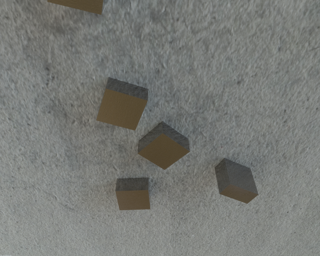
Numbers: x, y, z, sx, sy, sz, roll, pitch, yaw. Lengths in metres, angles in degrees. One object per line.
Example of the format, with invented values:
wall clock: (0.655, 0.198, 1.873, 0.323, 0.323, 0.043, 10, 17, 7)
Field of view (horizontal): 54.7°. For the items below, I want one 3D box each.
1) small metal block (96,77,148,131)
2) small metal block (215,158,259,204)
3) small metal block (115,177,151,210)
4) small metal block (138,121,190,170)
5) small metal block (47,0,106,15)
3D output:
small metal block: (-0.047, -0.029, 0.382, 0.050, 0.025, 0.050, 15, 128, -13)
small metal block: (0.112, 0.078, 0.459, 0.050, 0.050, 0.025, 23, 126, -19)
small metal block: (-0.042, 0.106, 0.497, 0.050, 0.025, 0.050, -2, 130, 1)
small metal block: (0.005, 0.025, 0.429, 0.050, 0.025, 0.050, 35, 122, -26)
small metal block: (-0.075, -0.140, 0.287, 0.050, 0.025, 0.050, 11, 129, -10)
